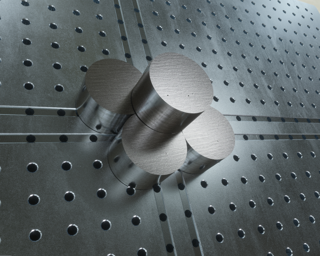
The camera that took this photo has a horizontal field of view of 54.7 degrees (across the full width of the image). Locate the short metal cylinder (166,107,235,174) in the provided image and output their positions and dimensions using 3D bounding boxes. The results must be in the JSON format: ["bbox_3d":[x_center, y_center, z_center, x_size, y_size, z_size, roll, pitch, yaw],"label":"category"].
[{"bbox_3d":[0.051,0.015,0.412,0.081,0.050,0.080,14,56,-21],"label":"short metal cylinder"}]

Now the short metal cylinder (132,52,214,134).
[{"bbox_3d":[0.014,-0.040,0.359,0.081,0.050,0.080,14,57,-22],"label":"short metal cylinder"}]

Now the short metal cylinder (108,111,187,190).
[{"bbox_3d":[-0.015,0.027,0.368,0.081,0.050,0.080,14,56,-21],"label":"short metal cylinder"}]

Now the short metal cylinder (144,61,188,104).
[{"bbox_3d":[0.009,-0.051,0.429,0.081,0.050,0.080,14,56,-21],"label":"short metal cylinder"}]

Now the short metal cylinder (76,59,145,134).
[{"bbox_3d":[-0.059,-0.039,0.384,0.081,0.050,0.080,14,56,-21],"label":"short metal cylinder"}]
